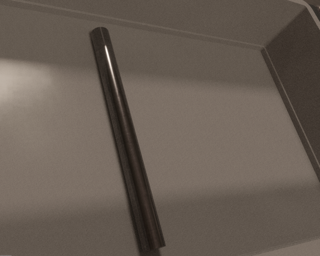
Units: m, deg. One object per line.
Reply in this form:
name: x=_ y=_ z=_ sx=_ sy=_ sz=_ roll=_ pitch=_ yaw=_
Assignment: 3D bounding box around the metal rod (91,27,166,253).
metal rod: x=-0.046 y=-0.004 z=0.384 sx=0.025 sy=0.025 sz=0.299 roll=-3 pitch=63 yaw=-30
